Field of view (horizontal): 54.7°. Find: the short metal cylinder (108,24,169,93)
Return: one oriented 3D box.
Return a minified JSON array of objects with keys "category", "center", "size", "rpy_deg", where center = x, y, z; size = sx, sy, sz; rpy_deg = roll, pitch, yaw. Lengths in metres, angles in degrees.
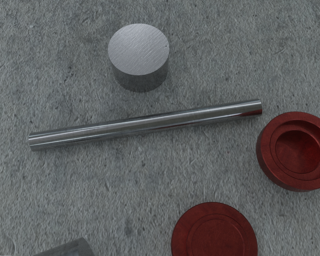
[{"category":"short metal cylinder","center":[-0.028,-0.096,0.430],"size":[0.081,0.050,0.080],"rpy_deg":[0,70,0]}]

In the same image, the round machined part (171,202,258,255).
[{"category":"round machined part","center":[0.062,0.133,0.351],"size":[0.099,0.042,0.098],"rpy_deg":[0,70,-1]}]

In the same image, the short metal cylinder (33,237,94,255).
[{"category":"short metal cylinder","center":[-0.094,0.161,0.319],"size":[0.050,0.080,0.080],"rpy_deg":[-19,71,-7]}]

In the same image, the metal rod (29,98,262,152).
[{"category":"metal rod","center":[-0.015,-0.005,0.409],"size":[0.302,0.025,0.025],"rpy_deg":[-9,70,-4]}]

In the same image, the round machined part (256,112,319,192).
[{"category":"round machined part","center":[0.170,0.032,0.390],"size":[0.099,0.042,0.098],"rpy_deg":[0,70,-1]}]
